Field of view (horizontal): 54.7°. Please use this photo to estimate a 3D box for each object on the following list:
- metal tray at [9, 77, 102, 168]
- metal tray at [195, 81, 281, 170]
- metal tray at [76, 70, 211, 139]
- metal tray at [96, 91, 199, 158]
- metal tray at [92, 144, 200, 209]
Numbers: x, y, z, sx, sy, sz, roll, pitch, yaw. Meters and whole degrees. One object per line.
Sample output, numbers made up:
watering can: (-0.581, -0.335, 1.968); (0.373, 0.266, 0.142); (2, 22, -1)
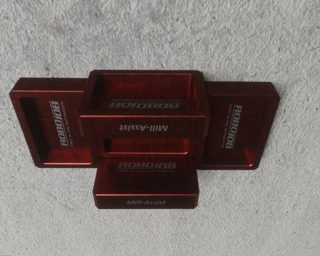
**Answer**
metal tray: (-0.127, -0.002, 0.402); (0.091, 0.030, 0.129); (0, 130, -1)
metal tray: (0.094, 0.001, 0.408); (0.091, 0.030, 0.129); (0, 130, -1)
metal tray: (-0.016, -0.029, 0.341); (0.131, 0.090, 0.030); (0, 130, -1)
metal tray: (-0.017, -0.003, 0.403); (0.131, 0.030, 0.089); (0, 130, -1)
metal tray: (-0.017, 0.063, 0.418); (0.131, 0.090, 0.030); (0, 130, -1)
